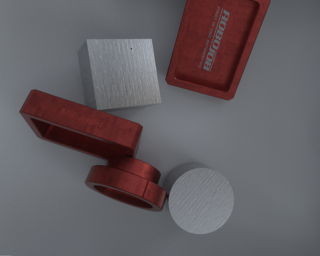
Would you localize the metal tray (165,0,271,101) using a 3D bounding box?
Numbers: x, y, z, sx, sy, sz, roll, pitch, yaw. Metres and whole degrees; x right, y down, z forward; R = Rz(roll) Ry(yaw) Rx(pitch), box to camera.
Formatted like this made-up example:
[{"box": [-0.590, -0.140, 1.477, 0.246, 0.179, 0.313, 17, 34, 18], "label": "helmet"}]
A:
[{"box": [0.066, -0.107, 0.382, 0.091, 0.030, 0.129, 15, 116, -1], "label": "metal tray"}]

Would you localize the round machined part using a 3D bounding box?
[{"box": [-0.037, 0.065, 0.379, 0.098, 0.098, 0.042, 20, 68, -1], "label": "round machined part"}]

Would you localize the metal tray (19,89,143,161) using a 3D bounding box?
[{"box": [-0.090, 0.005, 0.375, 0.131, 0.090, 0.030, 18, 68, -1], "label": "metal tray"}]

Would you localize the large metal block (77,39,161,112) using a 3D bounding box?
[{"box": [-0.051, -0.063, 0.383, 0.081, 0.050, 0.080, -9, 90, -27], "label": "large metal block"}]

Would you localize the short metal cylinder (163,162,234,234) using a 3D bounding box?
[{"box": [0.047, 0.087, 0.395, 0.081, 0.050, 0.079, 0, 91, -8], "label": "short metal cylinder"}]
